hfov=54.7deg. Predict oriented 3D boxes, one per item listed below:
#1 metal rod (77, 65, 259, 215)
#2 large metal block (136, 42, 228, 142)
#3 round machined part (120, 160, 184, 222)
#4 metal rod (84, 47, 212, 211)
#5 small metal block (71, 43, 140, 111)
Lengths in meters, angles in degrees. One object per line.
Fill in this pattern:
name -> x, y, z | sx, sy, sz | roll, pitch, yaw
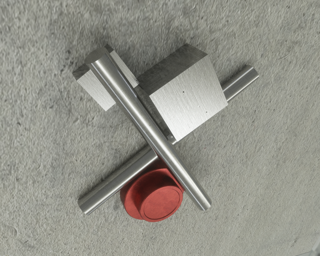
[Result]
metal rod -> 0.013, 0.015, 0.428 | 0.301, 0.025, 0.025 | -39, 130, -2
large metal block -> 0.027, -0.044, 0.383 | 0.080, 0.050, 0.080 | -36, 130, -5
round machined part -> -0.005, 0.099, 0.457 | 0.099, 0.042, 0.097 | -14, 125, -21
metal rod -> 0.004, 0.025, 0.394 | 0.025, 0.025, 0.300 | -38, 130, -3
small metal block -> -0.060, -0.056, 0.344 | 0.050, 0.025, 0.050 | -40, 130, -1
